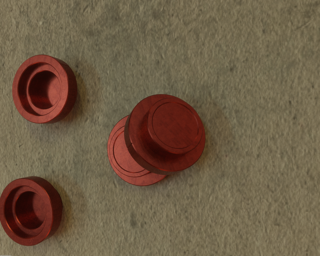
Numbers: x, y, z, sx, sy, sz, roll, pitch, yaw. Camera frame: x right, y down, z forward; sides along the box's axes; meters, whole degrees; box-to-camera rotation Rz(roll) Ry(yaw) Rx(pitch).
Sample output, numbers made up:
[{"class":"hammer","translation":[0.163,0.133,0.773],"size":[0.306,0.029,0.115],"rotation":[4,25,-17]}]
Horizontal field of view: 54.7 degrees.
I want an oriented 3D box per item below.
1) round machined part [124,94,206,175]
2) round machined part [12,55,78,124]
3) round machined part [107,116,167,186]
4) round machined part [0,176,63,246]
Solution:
[{"class":"round machined part","translation":[0.011,0.003,0.366],"size":[0.099,0.042,0.098],"rotation":[8,67,-19]},{"class":"round machined part","translation":[-0.163,-0.055,0.456],"size":[0.098,0.042,0.097],"rotation":[0,90,19]},{"class":"round machined part","translation":[-0.027,0.028,0.408],"size":[0.098,0.042,0.097],"rotation":[0,90,19]},{"class":"round machined part","translation":[-0.187,0.121,0.464],"size":[0.098,0.042,0.097],"rotation":[0,90,19]}]
